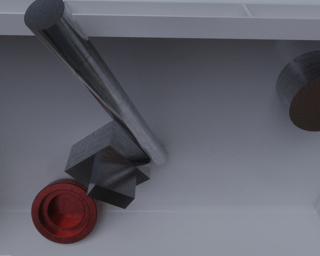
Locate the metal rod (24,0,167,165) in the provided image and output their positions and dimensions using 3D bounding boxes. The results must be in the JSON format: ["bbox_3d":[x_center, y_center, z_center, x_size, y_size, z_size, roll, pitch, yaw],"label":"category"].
[{"bbox_3d":[-0.033,-0.012,0.312,0.025,0.025,0.300,-11,157,9],"label":"metal rod"}]

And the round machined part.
[{"bbox_3d":[-0.144,0.126,0.484,0.099,0.042,0.097,0,98,-1],"label":"round machined part"}]

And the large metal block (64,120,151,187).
[{"bbox_3d":[-0.070,0.047,0.432,0.080,0.050,0.080,-30,124,22],"label":"large metal block"}]

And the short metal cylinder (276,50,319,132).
[{"bbox_3d":[0.183,-0.042,0.360,0.081,0.050,0.079,0,130,0],"label":"short metal cylinder"}]

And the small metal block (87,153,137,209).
[{"bbox_3d":[-0.058,0.065,0.382,0.050,0.050,0.025,25,126,-20],"label":"small metal block"}]
